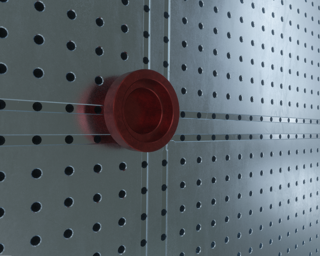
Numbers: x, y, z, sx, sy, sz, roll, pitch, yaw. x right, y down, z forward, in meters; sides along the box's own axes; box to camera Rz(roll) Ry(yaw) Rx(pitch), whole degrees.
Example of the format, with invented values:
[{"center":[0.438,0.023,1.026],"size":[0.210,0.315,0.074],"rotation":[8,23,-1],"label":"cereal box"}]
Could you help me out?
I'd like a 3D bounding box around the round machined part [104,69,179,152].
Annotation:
[{"center":[-0.026,-0.020,0.378],"size":[0.099,0.042,0.097],"rotation":[0,90,-40],"label":"round machined part"}]
